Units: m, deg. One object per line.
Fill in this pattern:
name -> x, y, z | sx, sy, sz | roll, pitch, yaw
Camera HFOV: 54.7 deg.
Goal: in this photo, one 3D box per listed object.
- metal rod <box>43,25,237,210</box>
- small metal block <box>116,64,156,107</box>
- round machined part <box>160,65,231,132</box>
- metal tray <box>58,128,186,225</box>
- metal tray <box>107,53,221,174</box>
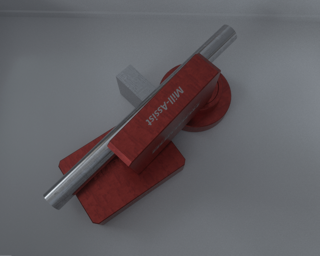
metal rod -> -0.016, -0.020, 0.374 | 0.025, 0.025, 0.301 | 43, 79, 13
small metal block -> -0.029, -0.049, 0.412 | 0.025, 0.050, 0.050 | -43, 76, -14
round machined part -> 0.047, -0.047, 0.416 | 0.099, 0.042, 0.098 | 0, 70, -1
metal tray -> -0.046, 0.047, 0.388 | 0.131, 0.030, 0.090 | -33, 74, -12
metal tray -> 0.007, -0.011, 0.337 | 0.030, 0.090, 0.130 | 42, 82, 11
